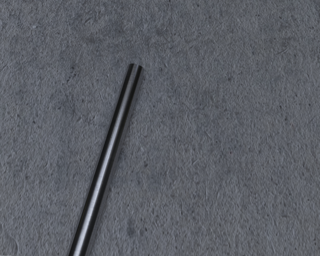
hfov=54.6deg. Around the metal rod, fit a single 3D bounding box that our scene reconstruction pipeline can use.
[{"bbox_3d":[-0.070,0.052,0.388,0.025,0.025,0.299,13,70,5],"label":"metal rod"}]
